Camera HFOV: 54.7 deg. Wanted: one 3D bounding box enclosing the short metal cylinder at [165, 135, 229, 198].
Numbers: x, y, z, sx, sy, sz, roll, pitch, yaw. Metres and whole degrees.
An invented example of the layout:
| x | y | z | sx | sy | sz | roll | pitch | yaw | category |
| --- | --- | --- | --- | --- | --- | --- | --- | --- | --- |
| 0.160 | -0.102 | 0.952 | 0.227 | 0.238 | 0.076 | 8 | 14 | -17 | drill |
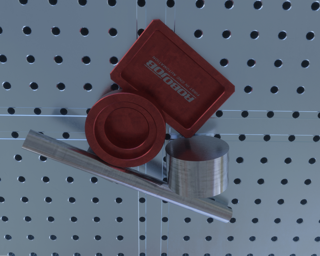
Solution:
| x | y | z | sx | sy | sz | roll | pitch | yaw | category |
| --- | --- | --- | --- | --- | --- | --- | --- | --- | --- |
| 0.048 | 0.047 | 0.401 | 0.081 | 0.080 | 0.050 | -4 | 110 | 1 | short metal cylinder |

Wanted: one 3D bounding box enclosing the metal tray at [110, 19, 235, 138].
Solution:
| x | y | z | sx | sy | sz | roll | pitch | yaw | category |
| --- | --- | --- | --- | --- | --- | --- | --- | --- | --- |
| 0.016 | -0.060 | 0.388 | 0.130 | 0.030 | 0.090 | 38 | 105 | -13 | metal tray |

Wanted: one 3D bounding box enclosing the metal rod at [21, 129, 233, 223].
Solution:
| x | y | z | sx | sy | sz | roll | pitch | yaw | category |
| --- | --- | --- | --- | --- | --- | --- | --- | --- | --- |
| -0.030 | 0.072 | 0.418 | 0.302 | 0.025 | 0.025 | 24 | 108 | -18 | metal rod |

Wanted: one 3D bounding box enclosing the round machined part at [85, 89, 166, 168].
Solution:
| x | y | z | sx | sy | sz | roll | pitch | yaw | category |
| --- | --- | --- | --- | --- | --- | --- | --- | --- | --- |
| -0.041 | -0.002 | 0.394 | 0.099 | 0.042 | 0.097 | 0 | 110 | 1 | round machined part |

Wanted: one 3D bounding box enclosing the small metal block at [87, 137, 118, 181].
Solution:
| x | y | z | sx | sy | sz | roll | pitch | yaw | category |
| --- | --- | --- | --- | --- | --- | --- | --- | --- | --- |
| -0.076 | 0.040 | 0.427 | 0.050 | 0.025 | 0.050 | 27 | 108 | -10 | small metal block |
